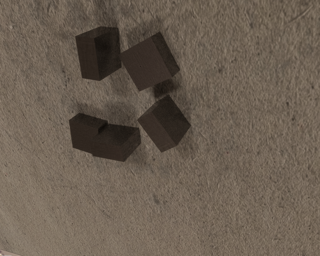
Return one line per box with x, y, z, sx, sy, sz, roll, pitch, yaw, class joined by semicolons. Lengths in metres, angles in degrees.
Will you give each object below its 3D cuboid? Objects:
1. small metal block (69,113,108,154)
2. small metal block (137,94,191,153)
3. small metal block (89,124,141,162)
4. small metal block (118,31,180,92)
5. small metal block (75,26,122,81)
-0.106;0.010;0.467;0.050;0.025;0.050;15;125;19;small metal block
0.006;-0.006;0.382;0.025;0.050;0.050;-28;103;37;small metal block
-0.061;0.019;0.433;0.050;0.050;0.025;8;122;24;small metal block
-0.013;-0.077;0.364;0.050;0.025;0.050;-19;109;35;small metal block
-0.072;-0.090;0.371;0.025;0.050;0.050;12;123;21;small metal block
